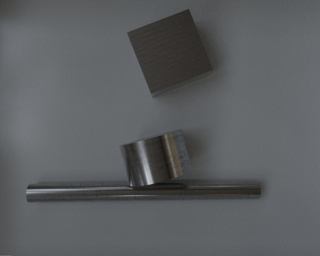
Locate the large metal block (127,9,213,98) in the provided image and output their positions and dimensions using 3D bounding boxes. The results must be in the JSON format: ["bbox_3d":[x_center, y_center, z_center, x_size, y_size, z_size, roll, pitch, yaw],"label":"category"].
[{"bbox_3d":[0.012,-0.093,0.399,0.080,0.050,0.080,-21,90,-1],"label":"large metal block"}]

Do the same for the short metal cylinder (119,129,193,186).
[{"bbox_3d":[-0.005,0.036,0.384,0.080,0.080,0.050,-15,90,0],"label":"short metal cylinder"}]

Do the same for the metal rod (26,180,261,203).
[{"bbox_3d":[-0.021,0.084,0.411,0.302,0.025,0.025,-1,90,-1],"label":"metal rod"}]
